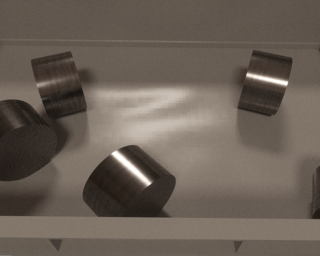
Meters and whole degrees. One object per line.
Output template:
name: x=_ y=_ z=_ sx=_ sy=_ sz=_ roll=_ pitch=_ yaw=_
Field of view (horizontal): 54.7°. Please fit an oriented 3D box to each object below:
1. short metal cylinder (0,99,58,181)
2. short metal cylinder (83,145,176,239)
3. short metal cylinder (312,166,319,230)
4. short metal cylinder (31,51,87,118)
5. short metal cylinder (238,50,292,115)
short metal cylinder: x=-0.168 y=0.014 z=0.355 sx=0.080 sy=0.080 sz=0.050 roll=-34 pitch=58 yaw=-25
short metal cylinder: x=-0.030 y=0.064 z=0.315 sx=0.080 sy=0.080 sz=0.050 roll=-37 pitch=60 yaw=-27
short metal cylinder: x=0.198 y=0.073 z=0.311 sx=0.080 sy=0.080 sz=0.050 roll=14 pitch=52 yaw=11
short metal cylinder: x=-0.134 y=-0.058 z=0.417 sx=0.050 sy=0.080 sz=0.080 roll=-16 pitch=52 yaw=-14
short metal cylinder: x=0.142 y=-0.062 z=0.423 sx=0.050 sy=0.080 sz=0.080 roll=15 pitch=52 yaw=12
